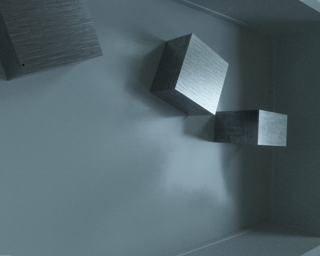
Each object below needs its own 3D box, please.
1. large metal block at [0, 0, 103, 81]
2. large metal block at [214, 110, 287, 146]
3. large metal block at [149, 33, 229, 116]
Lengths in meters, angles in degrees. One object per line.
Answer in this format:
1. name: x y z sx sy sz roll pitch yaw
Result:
1. large metal block: -0.113 -0.097 0.297 0.081 0.050 0.080 -26 107 -37
2. large metal block: 0.144 0.001 0.495 0.081 0.080 0.050 5 87 -40
3. large metal block: 0.042 -0.070 0.428 0.080 0.050 0.080 28 73 -37
